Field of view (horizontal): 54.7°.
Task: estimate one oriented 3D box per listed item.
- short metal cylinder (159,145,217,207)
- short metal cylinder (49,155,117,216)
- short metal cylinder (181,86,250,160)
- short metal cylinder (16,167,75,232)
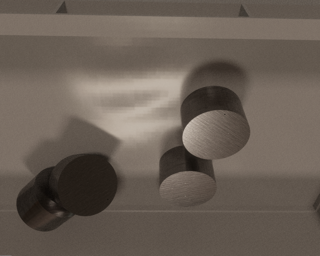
[{"bbox_3d":[0.039,0.071,0.454,0.081,0.050,0.079,0,130,0],"label":"short metal cylinder"},{"bbox_3d":[-0.106,0.077,0.428,0.080,0.080,0.050,33,160,-25],"label":"short metal cylinder"},{"bbox_3d":[0.067,-0.006,0.389,0.081,0.050,0.079,0,130,0],"label":"short metal cylinder"},{"bbox_3d":[-0.161,0.105,0.460,0.080,0.080,0.050,36,121,-27],"label":"short metal cylinder"}]
